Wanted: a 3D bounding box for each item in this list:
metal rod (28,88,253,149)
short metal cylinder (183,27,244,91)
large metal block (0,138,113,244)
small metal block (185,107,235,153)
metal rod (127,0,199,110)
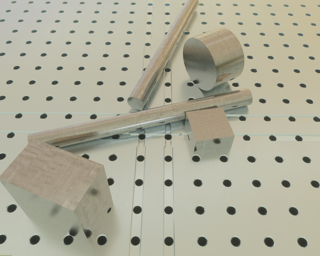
[{"bbox_3d":[-0.017,-0.013,0.417,0.302,0.025,0.025,-13,51,-11],"label":"metal rod"},{"bbox_3d":[0.078,-0.102,0.458,0.050,0.080,0.080,-26,55,-20],"label":"short metal cylinder"},{"bbox_3d":[-0.100,0.065,0.316,0.080,0.080,0.050,18,52,14],"label":"large metal block"},{"bbox_3d":[0.064,0.002,0.407,0.050,0.025,0.050,-8,51,-7],"label":"small metal block"},{"bbox_3d":[0.016,-0.143,0.527,0.025,0.025,0.301,15,51,12],"label":"metal rod"}]
